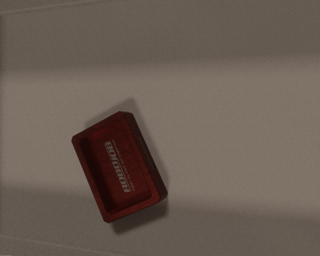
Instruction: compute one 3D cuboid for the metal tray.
[{"bbox_3d":[-0.057,0.053,0.426,0.090,0.030,0.129,-27,81,17],"label":"metal tray"}]
